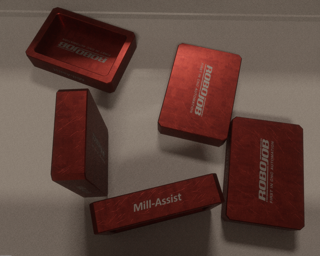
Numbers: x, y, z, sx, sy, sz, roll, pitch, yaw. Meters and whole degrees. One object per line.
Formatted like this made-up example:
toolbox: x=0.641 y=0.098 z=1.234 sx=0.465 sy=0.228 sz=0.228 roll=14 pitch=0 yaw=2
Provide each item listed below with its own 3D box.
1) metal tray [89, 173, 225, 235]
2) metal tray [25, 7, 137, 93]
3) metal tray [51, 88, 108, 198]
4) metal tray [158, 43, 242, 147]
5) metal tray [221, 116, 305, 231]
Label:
metal tray: x=-0.003 y=0.087 z=0.343 sx=0.131 sy=0.090 sz=0.030 roll=-13 pitch=71 yaw=-5
metal tray: x=-0.111 y=-0.113 z=0.446 sx=0.131 sy=0.030 sz=0.090 roll=20 pitch=71 yaw=7
metal tray: x=-0.083 y=0.024 z=0.344 sx=0.030 sy=0.130 sz=0.090 roll=-3 pitch=70 yaw=-1
metal tray: x=0.055 y=-0.047 z=0.425 sx=0.090 sy=0.030 sz=0.130 roll=13 pitch=70 yaw=4
metal tray: x=0.129 y=0.055 z=0.388 sx=0.091 sy=0.030 sz=0.130 roll=8 pitch=70 yaw=2
